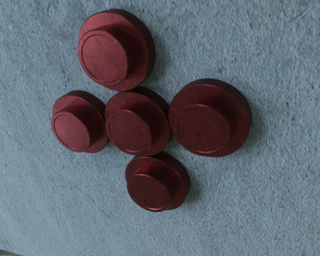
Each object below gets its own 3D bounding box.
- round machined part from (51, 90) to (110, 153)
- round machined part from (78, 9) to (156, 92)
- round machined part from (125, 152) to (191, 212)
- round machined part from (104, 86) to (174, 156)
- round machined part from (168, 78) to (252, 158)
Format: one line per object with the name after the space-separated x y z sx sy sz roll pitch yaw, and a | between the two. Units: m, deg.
-0.119 -0.003 0.456 0.098 0.042 0.097 13 124 20 | round machined part
-0.058 -0.089 0.372 0.098 0.042 0.097 13 124 20 | round machined part
-0.008 0.083 0.451 0.098 0.042 0.097 13 124 20 | round machined part
-0.032 -0.003 0.411 0.098 0.042 0.097 13 124 20 | round machined part
0.054 -0.005 0.365 0.098 0.042 0.097 13 124 20 | round machined part
